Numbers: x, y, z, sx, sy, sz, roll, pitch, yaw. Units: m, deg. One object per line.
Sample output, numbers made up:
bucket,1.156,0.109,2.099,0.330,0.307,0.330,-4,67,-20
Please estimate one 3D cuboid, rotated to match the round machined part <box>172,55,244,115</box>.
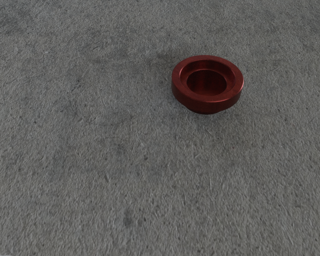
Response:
round machined part,0.065,-0.057,0.441,0.099,0.042,0.098,0,50,0
